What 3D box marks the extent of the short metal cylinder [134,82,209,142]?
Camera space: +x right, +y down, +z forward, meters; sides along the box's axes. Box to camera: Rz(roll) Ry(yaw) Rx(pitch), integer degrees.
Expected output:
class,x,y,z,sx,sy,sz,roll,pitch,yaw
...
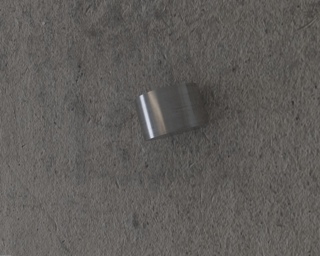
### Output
class,x,y,z,sx,sy,sz,roll,pitch,yaw
short metal cylinder,0.014,-0.018,0.375,0.080,0.080,0.050,-16,85,19
